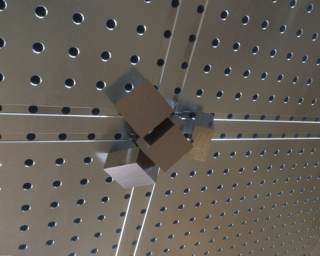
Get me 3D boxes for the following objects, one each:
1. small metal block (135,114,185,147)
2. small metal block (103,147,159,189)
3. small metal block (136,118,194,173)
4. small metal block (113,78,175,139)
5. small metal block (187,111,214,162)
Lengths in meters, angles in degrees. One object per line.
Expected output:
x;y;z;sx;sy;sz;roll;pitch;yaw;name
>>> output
0.000;0.009;0.416;0.050;0.025;0.050;1;120;-29;small metal block
-0.037;0.053;0.407;0.050;0.025;0.050;-14;135;26;small metal block
0.007;0.021;0.394;0.050;0.025;0.050;-42;130;0;small metal block
-0.019;-0.023;0.370;0.050;0.025;0.050;-40;94;-1;small metal block
0.056;0.011;0.428;0.025;0.050;0.050;13;116;2;small metal block
